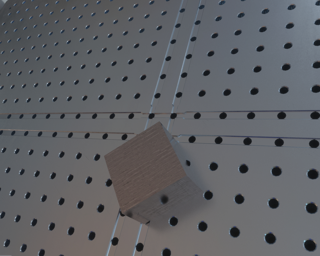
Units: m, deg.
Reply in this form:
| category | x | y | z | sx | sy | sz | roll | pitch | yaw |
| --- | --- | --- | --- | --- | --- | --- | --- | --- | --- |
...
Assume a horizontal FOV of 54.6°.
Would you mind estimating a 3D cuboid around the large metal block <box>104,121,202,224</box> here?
| category | x | y | z | sx | sy | sz | roll | pitch | yaw |
| --- | --- | --- | --- | --- | --- | --- | --- | --- | --- |
| large metal block | -0.010 | 0.053 | 0.366 | 0.080 | 0.050 | 0.080 | -32 | 52 | 7 |
